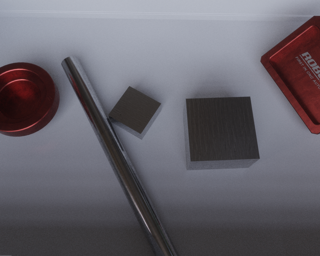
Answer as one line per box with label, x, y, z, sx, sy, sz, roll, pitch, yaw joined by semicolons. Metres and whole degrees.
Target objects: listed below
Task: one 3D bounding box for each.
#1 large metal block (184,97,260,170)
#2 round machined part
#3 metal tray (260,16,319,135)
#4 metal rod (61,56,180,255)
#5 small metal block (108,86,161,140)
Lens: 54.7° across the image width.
large metal block;0.074;0.008;0.394;0.081;0.050;0.080;-2;70;-1
round machined part;-0.183;-0.034;0.411;0.099;0.042;0.098;0;70;-1
metal tray;0.207;-0.068;0.406;0.090;0.030;0.130;-39;70;30
metal rod;-0.058;0.030;0.397;0.025;0.025;0.299;-27;72;-10
small metal block;-0.033;-0.020;0.417;0.050;0.025;0.050;30;72;10
